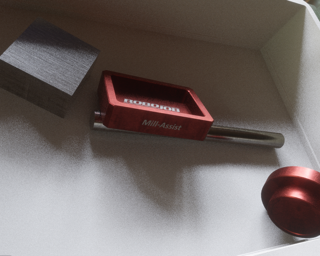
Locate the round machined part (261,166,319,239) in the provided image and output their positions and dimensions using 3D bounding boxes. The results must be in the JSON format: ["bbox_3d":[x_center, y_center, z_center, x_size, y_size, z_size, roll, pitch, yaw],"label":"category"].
[{"bbox_3d":[0.177,0.100,0.395,0.098,0.097,0.042,45,48,3],"label":"round machined part"}]

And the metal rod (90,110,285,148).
[{"bbox_3d":[0.055,0.005,0.433,0.302,0.025,0.025,6,59,-25],"label":"metal rod"}]

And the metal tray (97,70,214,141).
[{"bbox_3d":[-0.008,-0.029,0.390,0.131,0.030,0.090,9,32,-22],"label":"metal tray"}]

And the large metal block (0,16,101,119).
[{"bbox_3d":[-0.128,-0.071,0.364,0.080,0.050,0.080,28,52,-11],"label":"large metal block"}]
